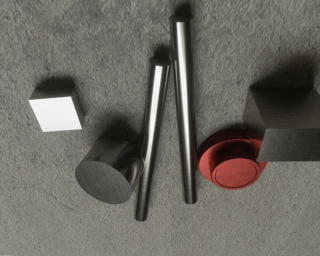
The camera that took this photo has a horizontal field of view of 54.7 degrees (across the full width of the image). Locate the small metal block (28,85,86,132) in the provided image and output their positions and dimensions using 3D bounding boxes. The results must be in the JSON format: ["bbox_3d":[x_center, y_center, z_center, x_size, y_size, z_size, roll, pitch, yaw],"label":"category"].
[{"bbox_3d":[-0.126,-0.024,0.385,0.050,0.025,0.050,-5,130,3],"label":"small metal block"}]

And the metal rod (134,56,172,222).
[{"bbox_3d":[-0.016,0.038,0.439,0.025,0.025,0.298,5,130,-5],"label":"metal rod"}]

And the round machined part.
[{"bbox_3d":[0.104,0.051,0.441,0.099,0.042,0.097,-1,130,0],"label":"round machined part"}]

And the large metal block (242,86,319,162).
[{"bbox_3d":[0.150,-0.006,0.368,0.081,0.080,0.050,0,130,0],"label":"large metal block"}]

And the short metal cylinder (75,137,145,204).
[{"bbox_3d":[-0.067,0.058,0.425,0.080,0.050,0.079,11,129,14],"label":"short metal cylinder"}]

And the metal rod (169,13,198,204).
[{"bbox_3d":[0.036,0.001,0.408,0.025,0.025,0.298,-4,130,3],"label":"metal rod"}]
